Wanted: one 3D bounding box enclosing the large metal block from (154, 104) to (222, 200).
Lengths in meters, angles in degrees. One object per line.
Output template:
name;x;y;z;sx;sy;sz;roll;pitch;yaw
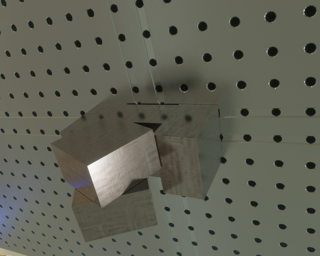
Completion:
large metal block;0.037;0.025;0.370;0.050;0.080;0.079;4;120;26

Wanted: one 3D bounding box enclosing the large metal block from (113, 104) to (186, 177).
large metal block;-0.016;0.016;0.409;0.080;0.050;0.079;3;120;26

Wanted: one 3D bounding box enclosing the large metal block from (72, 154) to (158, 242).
large metal block;-0.051;0.076;0.362;0.081;0.080;0.050;-13;116;-3

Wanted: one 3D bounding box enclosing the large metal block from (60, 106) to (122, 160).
large metal block;-0.080;0.022;0.430;0.050;0.080;0.079;2;119;27

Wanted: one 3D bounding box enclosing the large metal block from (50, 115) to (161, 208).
large metal block;-0.059;0.031;0.342;0.080;0.081;0.050;18;128;45
